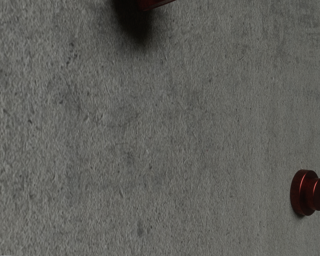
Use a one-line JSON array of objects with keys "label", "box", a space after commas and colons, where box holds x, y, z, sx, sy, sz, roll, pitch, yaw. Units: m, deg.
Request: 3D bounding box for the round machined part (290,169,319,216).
[{"label": "round machined part", "box": [0.324, 0.140, 0.665, 0.099, 0.042, 0.097, 0, 90, -40]}]

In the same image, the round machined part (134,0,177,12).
[{"label": "round machined part", "box": [0.000, -0.165, 0.357, 0.099, 0.098, 0.042, -32, 111, -35]}]
